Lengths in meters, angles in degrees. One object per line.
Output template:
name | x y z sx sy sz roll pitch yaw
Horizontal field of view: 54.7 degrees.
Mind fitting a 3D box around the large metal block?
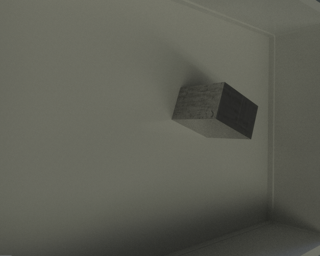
large metal block | 0.078 -0.021 0.438 0.080 0.080 0.050 25 74 -38
